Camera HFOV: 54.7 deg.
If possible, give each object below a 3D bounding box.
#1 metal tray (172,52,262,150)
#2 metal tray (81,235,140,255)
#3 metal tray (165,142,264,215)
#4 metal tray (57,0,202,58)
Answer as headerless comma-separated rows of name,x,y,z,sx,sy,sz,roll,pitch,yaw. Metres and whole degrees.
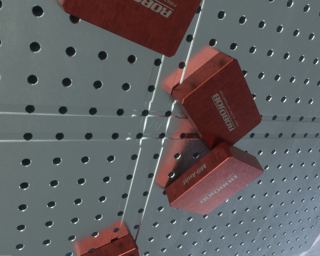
metal tray,0.085,-0.029,0.439,0.090,0.030,0.130,-39,130,-2
metal tray,-0.075,0.247,0.521,0.091,0.030,0.129,-19,126,-18
metal tray,0.084,0.083,0.484,0.090,0.030,0.130,25,122,-37
metal tray,-0.024,-0.137,0.312,0.131,0.030,0.089,15,111,-35
